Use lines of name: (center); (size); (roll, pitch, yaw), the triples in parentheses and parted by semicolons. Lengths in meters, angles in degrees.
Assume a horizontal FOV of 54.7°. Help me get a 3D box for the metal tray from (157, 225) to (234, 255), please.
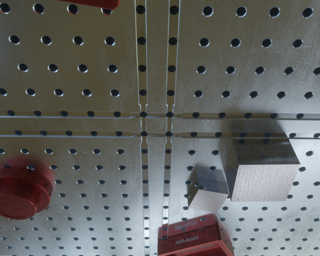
metal tray: (0.072, 0.244, 0.616); (0.130, 0.030, 0.090); (-21, 127, 17)

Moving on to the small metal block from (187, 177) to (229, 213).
small metal block: (0.077, 0.110, 0.506); (0.050, 0.025, 0.050); (12, 129, -10)

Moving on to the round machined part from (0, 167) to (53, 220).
round machined part: (-0.226, 0.109, 0.491); (0.099, 0.042, 0.097); (0, 130, 0)

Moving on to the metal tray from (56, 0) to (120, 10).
metal tray: (-0.096, -0.162, 0.268); (0.131, 0.030, 0.089); (7, 130, -7)

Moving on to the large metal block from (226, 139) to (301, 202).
large metal block: (0.144, 0.062, 0.449); (0.080, 0.050, 0.079); (-1, 130, 0)
